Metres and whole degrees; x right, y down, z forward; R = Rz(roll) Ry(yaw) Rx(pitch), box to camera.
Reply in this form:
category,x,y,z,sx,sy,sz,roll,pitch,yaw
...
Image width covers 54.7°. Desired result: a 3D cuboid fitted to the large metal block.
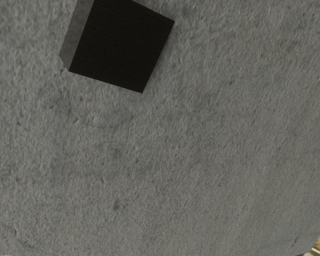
category,x,y,z,sx,sy,sz,roll,pitch,yaw
large metal block,-0.045,-0.090,0.312,0.081,0.050,0.080,13,111,-34
